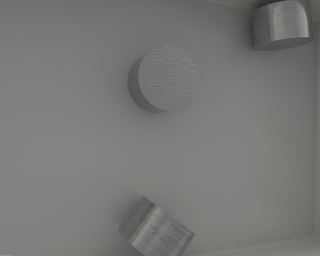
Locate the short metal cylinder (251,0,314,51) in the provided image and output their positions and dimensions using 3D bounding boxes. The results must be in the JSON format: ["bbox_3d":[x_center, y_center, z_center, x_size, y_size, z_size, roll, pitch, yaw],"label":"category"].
[{"bbox_3d":[0.176,-0.146,0.448,0.081,0.080,0.050,-6,92,-20],"label":"short metal cylinder"}]

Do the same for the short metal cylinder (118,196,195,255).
[{"bbox_3d":[-0.004,0.128,0.381,0.080,0.080,0.050,40,77,-16],"label":"short metal cylinder"}]

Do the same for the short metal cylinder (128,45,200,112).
[{"bbox_3d":[0.004,-0.061,0.400,0.081,0.050,0.079,0,90,-20],"label":"short metal cylinder"}]
